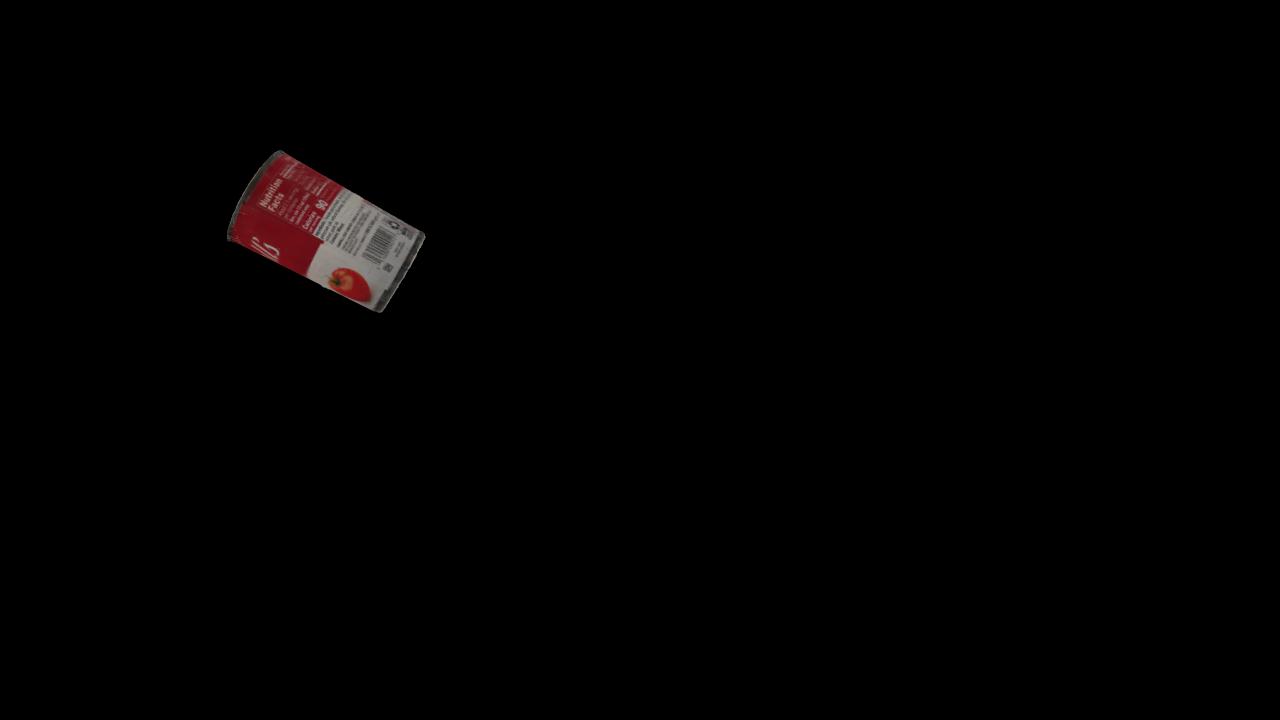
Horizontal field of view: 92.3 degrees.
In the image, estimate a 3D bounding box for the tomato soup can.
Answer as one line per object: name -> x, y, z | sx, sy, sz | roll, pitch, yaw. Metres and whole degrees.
tomato soup can -> -0.207, -0.084, 0.416 | 0.101, 0.068, 0.068 | 29, -13, -24
